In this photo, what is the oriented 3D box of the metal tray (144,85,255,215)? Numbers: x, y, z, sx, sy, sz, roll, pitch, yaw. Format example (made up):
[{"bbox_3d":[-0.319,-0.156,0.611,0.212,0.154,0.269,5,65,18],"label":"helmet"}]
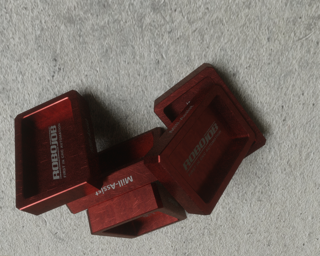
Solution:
[{"bbox_3d":[0.052,0.023,0.361,0.090,0.030,0.130,50,58,-16],"label":"metal tray"}]

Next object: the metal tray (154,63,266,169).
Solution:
[{"bbox_3d":[0.065,-0.007,0.406,0.090,0.030,0.130,-37,107,12],"label":"metal tray"}]

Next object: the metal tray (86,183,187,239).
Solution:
[{"bbox_3d":[-0.024,0.113,0.406,0.090,0.130,0.030,-23,64,8],"label":"metal tray"}]

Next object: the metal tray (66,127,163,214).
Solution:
[{"bbox_3d":[-0.053,0.050,0.394,0.130,0.090,0.030,-23,109,8],"label":"metal tray"}]

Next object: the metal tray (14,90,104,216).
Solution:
[{"bbox_3d":[-0.124,0.026,0.368,0.090,0.130,0.030,-23,147,7],"label":"metal tray"}]
